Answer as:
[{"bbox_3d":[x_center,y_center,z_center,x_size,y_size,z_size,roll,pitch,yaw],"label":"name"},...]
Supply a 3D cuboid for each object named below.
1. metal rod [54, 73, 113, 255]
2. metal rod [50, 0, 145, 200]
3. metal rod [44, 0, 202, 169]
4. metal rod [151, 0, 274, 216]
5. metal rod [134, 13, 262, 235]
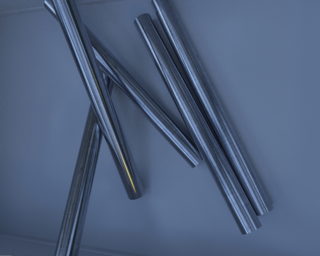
[{"bbox_3d":[-0.092,0.057,0.376,0.025,0.025,0.299,-2,64,19],"label":"metal rod"},{"bbox_3d":[-0.076,-0.044,0.375,0.025,0.025,0.298,-11,110,19],"label":"metal rod"},{"bbox_3d":[-0.050,-0.066,0.411,0.025,0.025,0.300,-44,82,14],"label":"metal rod"},{"bbox_3d":[0.061,-0.035,0.388,0.025,0.025,0.299,-27,81,17],"label":"metal rod"},{"bbox_3d":[0.040,-0.015,0.385,0.025,0.025,0.299,-30,77,17],"label":"metal rod"}]
